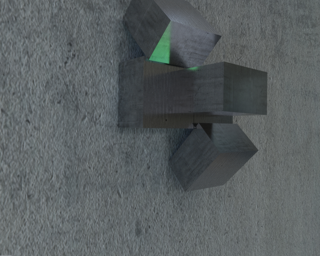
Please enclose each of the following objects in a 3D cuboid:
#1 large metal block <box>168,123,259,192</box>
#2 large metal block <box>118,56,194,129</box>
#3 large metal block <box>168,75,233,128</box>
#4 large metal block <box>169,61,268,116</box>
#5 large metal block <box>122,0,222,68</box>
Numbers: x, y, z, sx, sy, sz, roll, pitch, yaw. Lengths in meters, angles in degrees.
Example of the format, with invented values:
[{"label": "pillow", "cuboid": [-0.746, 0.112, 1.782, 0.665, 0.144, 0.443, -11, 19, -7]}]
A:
[{"label": "large metal block", "cuboid": [0.072, 0.039, 0.425, 0.081, 0.080, 0.050, 1, 46, -41]}, {"label": "large metal block", "cuboid": [-0.004, -0.040, 0.386, 0.081, 0.050, 0.079, 1, 90, -40]}, {"label": "large metal block", "cuboid": [0.058, -0.039, 0.439, 0.081, 0.050, 0.079, 1, 90, -40]}, {"label": "large metal block", "cuboid": [0.068, -0.041, 0.365, 0.081, 0.080, 0.050, 2, 89, -40]}, {"label": "large metal block", "cuboid": [0.013, -0.121, 0.375, 0.081, 0.050, 0.080, 1, 46, -40]}]
